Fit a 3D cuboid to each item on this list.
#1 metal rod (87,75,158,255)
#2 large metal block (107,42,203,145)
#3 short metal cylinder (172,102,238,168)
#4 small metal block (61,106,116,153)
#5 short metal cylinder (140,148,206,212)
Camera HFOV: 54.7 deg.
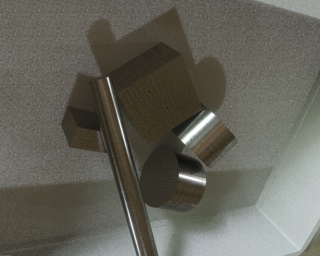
[{"bbox_3d":[-0.029,0.089,0.351,0.025,0.025,0.298,-19,108,-18],"label":"metal rod"},{"bbox_3d":[-0.007,-0.041,0.365,0.080,0.050,0.080,-33,129,-7],"label":"large metal block"},{"bbox_3d":[0.056,0.008,0.410,0.050,0.080,0.080,-45,130,2],"label":"short metal cylinder"},{"bbox_3d":[-0.079,0.002,0.352,0.050,0.050,0.025,13,112,-34],"label":"small metal block"},{"bbox_3d":[0.016,0.073,0.429,0.050,0.080,0.080,21,107,-37],"label":"short metal cylinder"}]
